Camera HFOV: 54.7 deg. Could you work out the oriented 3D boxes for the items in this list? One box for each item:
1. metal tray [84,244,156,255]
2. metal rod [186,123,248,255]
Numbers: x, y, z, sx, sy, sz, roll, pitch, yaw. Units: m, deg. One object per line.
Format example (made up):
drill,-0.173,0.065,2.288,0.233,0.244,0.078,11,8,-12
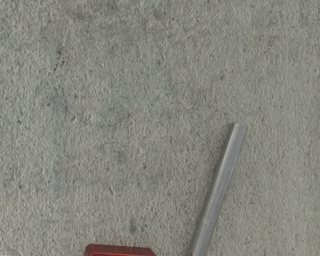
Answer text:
metal tray,-0.058,0.217,0.386,0.091,0.030,0.129,13,86,-20
metal rod,0.065,0.136,0.434,0.025,0.025,0.299,23,82,-19
